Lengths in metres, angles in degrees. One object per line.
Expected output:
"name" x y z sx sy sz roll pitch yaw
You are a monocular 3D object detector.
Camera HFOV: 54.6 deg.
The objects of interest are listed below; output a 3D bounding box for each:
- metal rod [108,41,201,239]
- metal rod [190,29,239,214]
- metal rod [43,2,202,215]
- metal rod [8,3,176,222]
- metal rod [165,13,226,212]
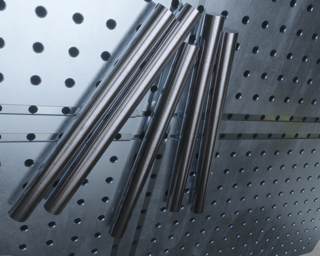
"metal rod" -0.015 0.030 0.421 0.025 0.025 0.298 8 114 -32
"metal rod" 0.074 0.009 0.456 0.025 0.025 0.298 -10 123 -23
"metal rod" -0.051 -0.015 0.374 0.025 0.025 0.299 29 102 -38
"metal rod" -0.083 -0.010 0.358 0.025 0.025 0.299 31 101 -38
"metal rod" 0.043 -0.003 0.432 0.025 0.025 0.298 -5 121 -26
